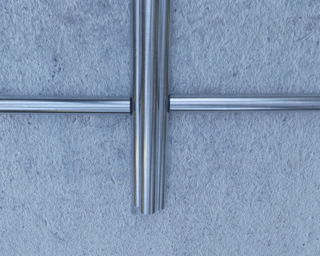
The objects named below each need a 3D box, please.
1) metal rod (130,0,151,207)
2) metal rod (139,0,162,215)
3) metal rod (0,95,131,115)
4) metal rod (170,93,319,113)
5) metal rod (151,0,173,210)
[{"bbox_3d":[-0.025,-0.032,0.400,0.025,0.025,0.298,1,110,-1],"label":"metal rod"},{"bbox_3d":[-0.013,-0.026,0.380,0.025,0.025,0.298,1,110,-1],"label":"metal rod"},{"bbox_3d":[-0.189,-0.030,0.397,0.302,0.025,0.025,0,110,-1],"label":"metal rod"},{"bbox_3d":[0.164,-0.033,0.401,0.302,0.025,0.025,0,110,-1],"label":"metal rod"},{"bbox_3d":[0.000,-0.026,0.402,0.025,0.025,0.298,1,110,-1],"label":"metal rod"}]
